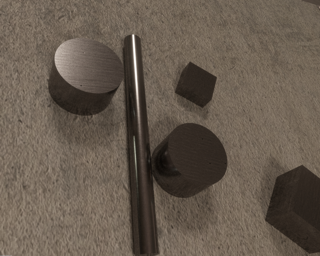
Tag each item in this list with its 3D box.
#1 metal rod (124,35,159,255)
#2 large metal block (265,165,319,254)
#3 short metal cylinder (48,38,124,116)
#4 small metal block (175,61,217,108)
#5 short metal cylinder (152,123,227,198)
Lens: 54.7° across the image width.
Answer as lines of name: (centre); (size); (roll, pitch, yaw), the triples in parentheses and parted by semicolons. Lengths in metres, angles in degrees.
metal rod: (-0.027, 0.000, 0.390); (0.025, 0.025, 0.299); (8, 58, -24)
large metal block: (0.203, 0.113, 0.431); (0.080, 0.050, 0.080); (37, 51, -4)
short metal cylinder: (-0.091, -0.062, 0.378); (0.081, 0.050, 0.080); (14, 56, -21)
small metal block: (0.056, -0.067, 0.477); (0.050, 0.025, 0.050); (28, 52, -11)
short metal cylinder: (0.035, 0.041, 0.384); (0.081, 0.050, 0.080); (14, 56, -21)
